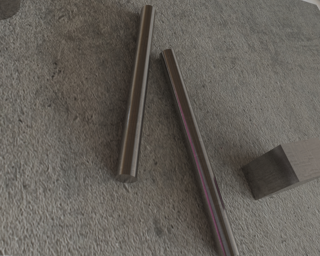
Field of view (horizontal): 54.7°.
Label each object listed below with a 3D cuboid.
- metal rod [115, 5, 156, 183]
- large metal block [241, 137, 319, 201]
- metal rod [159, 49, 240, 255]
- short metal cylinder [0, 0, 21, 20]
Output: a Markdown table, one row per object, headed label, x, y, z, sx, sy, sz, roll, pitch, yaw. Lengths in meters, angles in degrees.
| label | x | y | z | sx | sy | sz | roll | pitch | yaw |
| --- | --- | --- | --- | --- | --- | --- | --- | --- | --- |
| metal rod | -0.029 | -0.068 | 0.430 | 0.025 | 0.025 | 0.300 | 17 | 55 | -19 |
| large metal block | 0.177 | 0.057 | 0.431 | 0.081 | 0.080 | 0.050 | -6 | 65 | -31 |
| metal rod | 0.046 | 0.017 | 0.419 | 0.025 | 0.025 | 0.299 | 0 | 62 | -29 |
| short metal cylinder | -0.215 | -0.181 | 0.383 | 0.081 | 0.050 | 0.080 | 14 | 56 | -21 |
